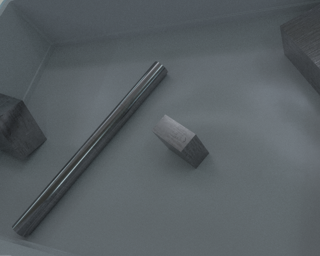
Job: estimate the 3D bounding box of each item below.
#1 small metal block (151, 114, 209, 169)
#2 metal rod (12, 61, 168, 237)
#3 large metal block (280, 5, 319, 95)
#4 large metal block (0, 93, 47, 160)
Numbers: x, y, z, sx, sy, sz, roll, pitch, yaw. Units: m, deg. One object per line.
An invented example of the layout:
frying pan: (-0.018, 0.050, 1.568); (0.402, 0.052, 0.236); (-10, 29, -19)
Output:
small metal block: (0.025, 0.016, 0.366); (0.050, 0.050, 0.025); (35, 82, 38)
metal rod: (-0.093, 0.024, 0.437); (0.025, 0.025, 0.300); (34, 80, 38)
large metal block: (0.195, -0.095, 0.346); (0.080, 0.050, 0.080); (-28, 52, 10)
large metal block: (-0.239, -0.005, 0.488); (0.080, 0.080, 0.050); (15, 49, 34)
